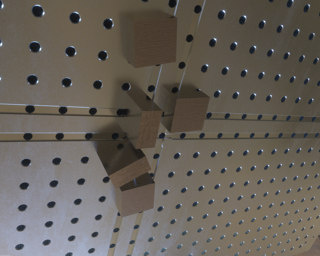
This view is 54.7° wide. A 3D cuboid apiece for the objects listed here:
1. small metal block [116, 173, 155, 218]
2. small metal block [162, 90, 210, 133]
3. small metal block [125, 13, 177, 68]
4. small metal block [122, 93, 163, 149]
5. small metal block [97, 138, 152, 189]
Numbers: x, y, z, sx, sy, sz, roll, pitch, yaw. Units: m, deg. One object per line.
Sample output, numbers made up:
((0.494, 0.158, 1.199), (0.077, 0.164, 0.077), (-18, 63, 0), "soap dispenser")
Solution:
((-0.036, 0.098, 0.454), (0.050, 0.025, 0.050), (-11, 123, -23), "small metal block")
((0.035, -0.023, 0.418), (0.050, 0.025, 0.050), (-5, 121, -26), "small metal block")
((-0.009, -0.098, 0.347), (0.050, 0.025, 0.050), (-14, 124, -21), "small metal block")
((-0.023, -0.009, 0.378), (0.025, 0.050, 0.050), (-3, 120, -28), "small metal block")
((-0.046, 0.043, 0.398), (0.050, 0.050, 0.025), (-28, 128, -11), "small metal block")
